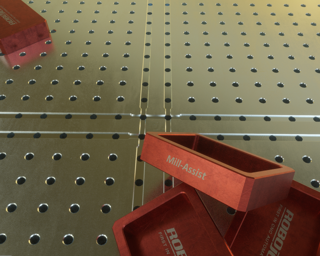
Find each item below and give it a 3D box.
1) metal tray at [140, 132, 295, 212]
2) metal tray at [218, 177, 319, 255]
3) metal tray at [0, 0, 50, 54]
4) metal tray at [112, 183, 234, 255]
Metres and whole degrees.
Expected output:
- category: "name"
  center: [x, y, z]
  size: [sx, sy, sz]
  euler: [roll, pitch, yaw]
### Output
- category: "metal tray"
  center: [0.055, 0.037, 0.316]
  size: [0.091, 0.030, 0.130]
  euler: [2, 14, -46]
- category: "metal tray"
  center: [0.117, 0.110, 0.312]
  size: [0.090, 0.030, 0.130]
  euler: [26, 54, 19]
- category: "metal tray"
  center: [-0.274, -0.191, 0.562]
  size: [0.091, 0.030, 0.130]
  euler: [-35, 59, -26]
- category: "metal tray"
  center: [0.019, 0.122, 0.273]
  size: [0.090, 0.030, 0.130]
  euler: [-30, 47, 1]
